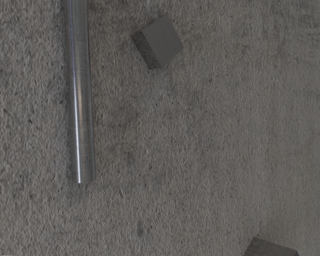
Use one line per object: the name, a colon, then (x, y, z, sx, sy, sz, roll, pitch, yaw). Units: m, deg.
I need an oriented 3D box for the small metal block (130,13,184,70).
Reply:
small metal block: (-0.003, -0.112, 0.402, 0.050, 0.025, 0.050, -45, 117, -30)

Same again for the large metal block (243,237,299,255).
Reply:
large metal block: (0.201, 0.245, 0.538, 0.050, 0.080, 0.080, -47, 118, -30)

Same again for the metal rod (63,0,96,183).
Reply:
metal rod: (-0.088, -0.092, 0.330, 0.025, 0.025, 0.298, -4, 93, -40)
